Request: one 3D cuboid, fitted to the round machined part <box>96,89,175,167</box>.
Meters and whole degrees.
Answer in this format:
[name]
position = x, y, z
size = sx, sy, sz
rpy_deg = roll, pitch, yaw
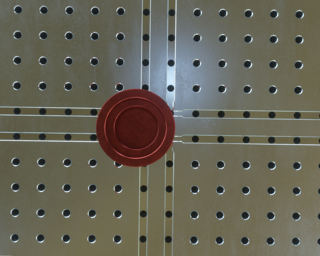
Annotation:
[round machined part]
position = -0.030, 0.000, 0.405
size = 0.099, 0.042, 0.097
rpy_deg = 0, 90, 0
